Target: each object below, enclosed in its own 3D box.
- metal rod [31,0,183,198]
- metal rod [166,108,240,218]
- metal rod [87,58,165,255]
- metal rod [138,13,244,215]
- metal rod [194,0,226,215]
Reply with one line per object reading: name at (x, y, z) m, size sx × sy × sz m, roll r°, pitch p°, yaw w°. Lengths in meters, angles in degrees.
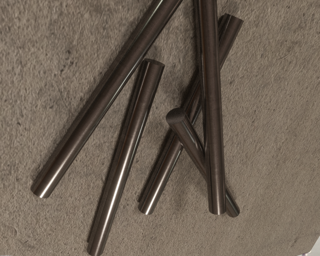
metal rod at (-0.058, -0.042, 0.349) m, size 0.025 × 0.025 × 0.299 m, roll 28°, pitch 103°, yaw -38°
metal rod at (0.078, 0.071, 0.475) m, size 0.025 × 0.025 × 0.300 m, roll -38°, pitch 136°, yaw -3°
metal rod at (-0.052, 0.054, 0.413) m, size 0.025 × 0.025 × 0.298 m, roll 5°, pitch 116°, yaw -31°
metal rod at (0.034, -0.005, 0.423) m, size 0.025 × 0.025 × 0.298 m, roll 10°, pitch 113°, yaw -33°
metal rod at (0.065, -0.022, 0.389) m, size 0.025 × 0.025 × 0.298 m, roll -15°, pitch 112°, yaw -20°
